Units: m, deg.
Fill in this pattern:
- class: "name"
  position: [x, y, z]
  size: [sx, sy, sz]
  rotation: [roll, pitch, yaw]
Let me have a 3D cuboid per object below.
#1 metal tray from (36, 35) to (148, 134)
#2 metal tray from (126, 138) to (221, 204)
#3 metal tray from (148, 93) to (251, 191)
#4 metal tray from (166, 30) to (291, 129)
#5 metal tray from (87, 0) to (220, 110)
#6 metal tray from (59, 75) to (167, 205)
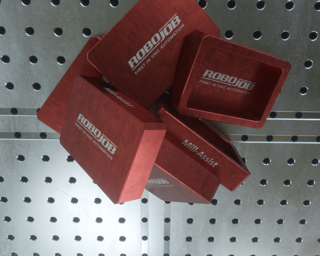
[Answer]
- class: "metal tray"
  position: [-0.082, -0.040, 0.395]
  size: [0.090, 0.030, 0.130]
  rotation: [37, 106, -14]
- class: "metal tray"
  position: [0.002, 0.055, 0.383]
  size: [0.090, 0.130, 0.030]
  rotation: [37, 67, -13]
- class: "metal tray"
  position: [0.044, 0.013, 0.383]
  size: [0.130, 0.090, 0.030]
  rotation: [36, 106, -13]
- class: "metal tray"
  position: [0.083, -0.052, 0.366]
  size: [0.131, 0.030, 0.089]
  rotation: [9, 112, -27]
- class: "metal tray"
  position: [-0.007, -0.095, 0.356]
  size: [0.130, 0.030, 0.090]
  rotation: [-46, 108, 0]
- class: "metal tray"
  position: [-0.058, 0.007, 0.335]
  size: [0.030, 0.130, 0.089]
  rotation: [0, 117, -46]
